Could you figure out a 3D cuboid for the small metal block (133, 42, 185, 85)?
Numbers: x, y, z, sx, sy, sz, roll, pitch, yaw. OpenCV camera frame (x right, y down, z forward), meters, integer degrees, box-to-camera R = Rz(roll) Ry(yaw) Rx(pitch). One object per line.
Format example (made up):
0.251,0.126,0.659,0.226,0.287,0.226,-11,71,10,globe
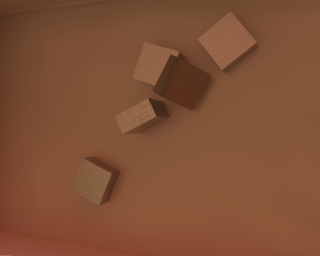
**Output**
-0.002,-0.081,0.411,0.050,0.025,0.050,21,97,18,small metal block

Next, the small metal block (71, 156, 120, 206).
-0.092,0.075,0.443,0.050,0.025,0.050,24,98,18,small metal block

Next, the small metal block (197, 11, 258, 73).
0.083,-0.104,0.381,0.050,0.025,0.050,-38,78,16,small metal block

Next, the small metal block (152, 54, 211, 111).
0.027,-0.056,0.385,0.050,0.050,0.025,-63,32,9,small metal block

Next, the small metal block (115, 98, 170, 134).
-0.022,-0.014,0.405,0.050,0.050,0.025,-27,81,18,small metal block
